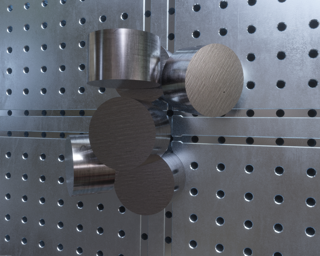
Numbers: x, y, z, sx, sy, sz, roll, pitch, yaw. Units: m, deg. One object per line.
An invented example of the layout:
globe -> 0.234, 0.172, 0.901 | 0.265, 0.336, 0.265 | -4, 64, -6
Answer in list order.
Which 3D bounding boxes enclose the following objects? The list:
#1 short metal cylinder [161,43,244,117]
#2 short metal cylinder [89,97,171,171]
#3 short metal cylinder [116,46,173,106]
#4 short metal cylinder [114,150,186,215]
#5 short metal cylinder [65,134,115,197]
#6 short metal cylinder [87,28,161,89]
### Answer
short metal cylinder -> 0.049, -0.055, 0.359 | 0.050, 0.081, 0.079 | 16, 97, 60
short metal cylinder -> -0.033, 0.006, 0.357 | 0.080, 0.050, 0.079 | 0, 90, 20
short metal cylinder -> -0.015, -0.069, 0.404 | 0.080, 0.050, 0.079 | 0, 91, 20
short metal cylinder -> -0.012, 0.067, 0.403 | 0.080, 0.050, 0.079 | 0, 91, 19
short metal cylinder -> -0.095, 0.048, 0.411 | 0.050, 0.080, 0.080 | -2, 89, -24
short metal cylinder -> -0.040, -0.073, 0.343 | 0.080, 0.080, 0.050 | 1, 90, 20
